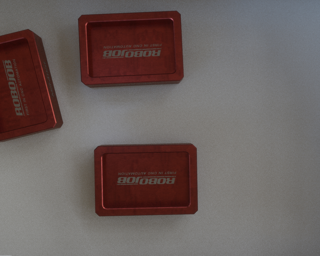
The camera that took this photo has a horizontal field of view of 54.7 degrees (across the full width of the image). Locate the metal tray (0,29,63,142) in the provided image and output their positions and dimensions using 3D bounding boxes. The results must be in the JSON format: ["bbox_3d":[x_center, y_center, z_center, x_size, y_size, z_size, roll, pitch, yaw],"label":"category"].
[{"bbox_3d":[-0.190,-0.053,0.406,0.091,0.030,0.129,-14,90,-1],"label":"metal tray"}]

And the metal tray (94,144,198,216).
[{"bbox_3d":[-0.018,0.067,0.408,0.131,0.030,0.089,-1,90,-1],"label":"metal tray"}]

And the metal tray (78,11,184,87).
[{"bbox_3d":[-0.037,-0.102,0.408,0.131,0.030,0.089,-3,90,-1],"label":"metal tray"}]
